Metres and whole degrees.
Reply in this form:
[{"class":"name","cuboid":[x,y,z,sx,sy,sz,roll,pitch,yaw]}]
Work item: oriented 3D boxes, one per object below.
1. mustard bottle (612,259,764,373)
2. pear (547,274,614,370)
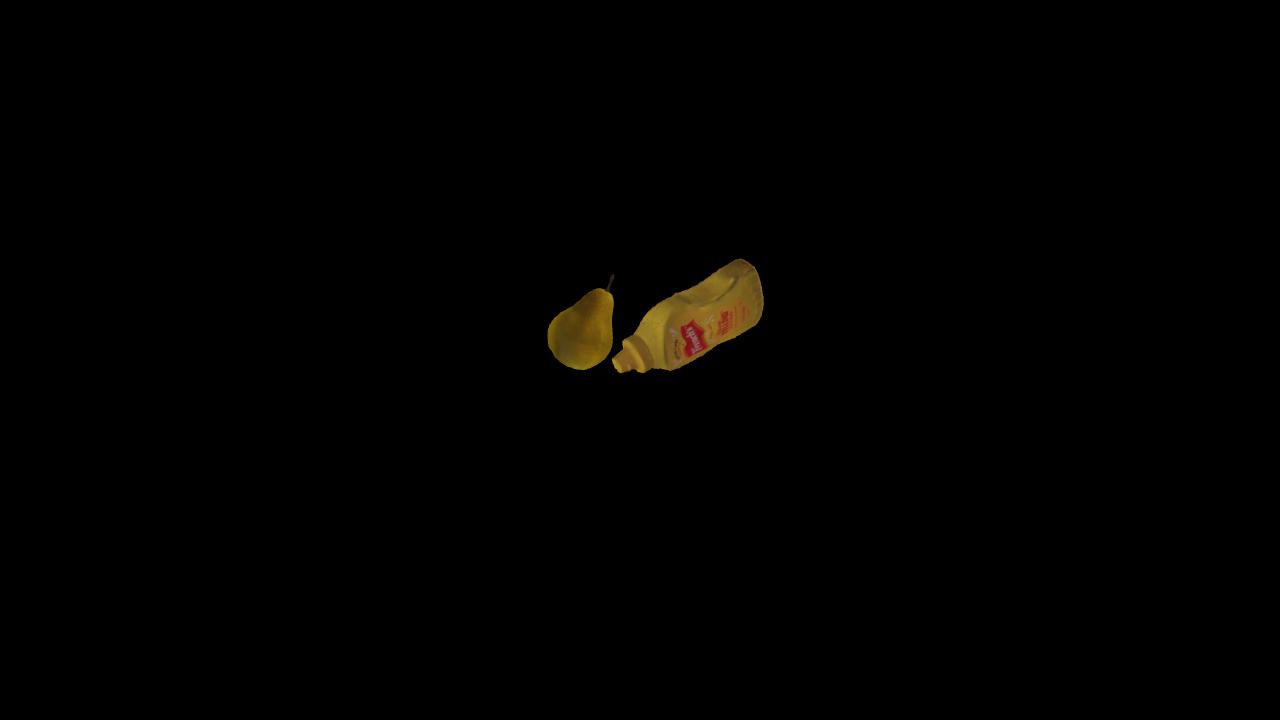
[{"class":"mustard bottle","cuboid":[0.049,-0.036,0.677,0.184,0.054,0.092,-29,-36,-17]},{"class":"pear","cuboid":[-0.056,-0.044,0.698,0.080,0.111,0.080,24,27,-13]}]
